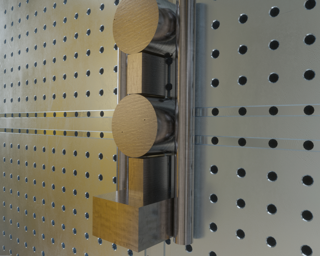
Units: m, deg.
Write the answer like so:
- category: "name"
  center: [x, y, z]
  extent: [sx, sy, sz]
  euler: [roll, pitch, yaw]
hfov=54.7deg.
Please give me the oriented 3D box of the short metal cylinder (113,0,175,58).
- category: "short metal cylinder"
  center: [-0.016, -0.133, 0.406]
  extent: [0.080, 0.050, 0.080]
  euler: [0, 90, 40]

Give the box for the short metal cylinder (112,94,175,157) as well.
- category: "short metal cylinder"
  center: [-0.018, -0.003, 0.407]
  extent: [0.080, 0.050, 0.080]
  euler: [0, 90, 40]

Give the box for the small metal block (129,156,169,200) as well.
- category: "small metal block"
  center: [-0.014, 0.062, 0.404]
  extent: [0.025, 0.050, 0.050]
  euler: [0, 90, 40]

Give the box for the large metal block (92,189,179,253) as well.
- category: "large metal block"
  center: [-0.029, 0.112, 0.397]
  extent: [0.080, 0.081, 0.050]
  euler: [1, 91, 40]

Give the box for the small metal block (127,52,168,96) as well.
- category: "small metal block"
  center: [-0.016, -0.068, 0.405]
  extent: [0.025, 0.050, 0.050]
  euler: [1, 91, 40]

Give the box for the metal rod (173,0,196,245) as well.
- category: "metal rod"
  center: [0.031, -0.009, 0.383]
  extent: [0.025, 0.025, 0.298]
  euler: [1, 91, 40]

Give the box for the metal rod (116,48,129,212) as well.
- category: "metal rod"
  center: [-0.050, -0.009, 0.450]
  extent: [0.025, 0.025, 0.298]
  euler: [1, 91, 40]
